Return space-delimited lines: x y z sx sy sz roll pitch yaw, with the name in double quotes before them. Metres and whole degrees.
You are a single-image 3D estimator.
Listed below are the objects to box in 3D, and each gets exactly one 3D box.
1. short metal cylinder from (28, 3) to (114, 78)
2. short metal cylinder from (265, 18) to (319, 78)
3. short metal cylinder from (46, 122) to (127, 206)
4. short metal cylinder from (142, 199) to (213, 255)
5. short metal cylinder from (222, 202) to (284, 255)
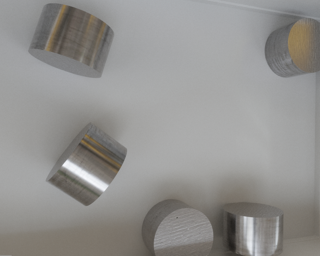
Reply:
"short metal cylinder" -0.097 -0.094 0.345 0.081 0.080 0.050 18 84 -19
"short metal cylinder" 0.210 -0.120 0.474 0.081 0.050 0.080 0 90 -20
"short metal cylinder" -0.082 0.040 0.351 0.050 0.080 0.080 39 78 -16
"short metal cylinder" 0.022 0.139 0.405 0.081 0.050 0.080 0 90 -20
"short metal cylinder" 0.128 0.138 0.428 0.081 0.080 0.050 1 90 -20
